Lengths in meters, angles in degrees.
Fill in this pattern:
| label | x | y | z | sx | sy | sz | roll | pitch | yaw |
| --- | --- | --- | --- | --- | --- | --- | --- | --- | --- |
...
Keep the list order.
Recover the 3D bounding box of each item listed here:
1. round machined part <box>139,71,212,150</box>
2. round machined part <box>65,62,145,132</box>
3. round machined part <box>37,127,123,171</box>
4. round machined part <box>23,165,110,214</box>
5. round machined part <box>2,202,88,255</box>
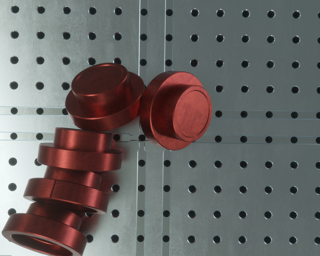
| label | x | y | z | sx | sy | sz | roll | pitch | yaw |
| --- | --- | --- | --- | --- | --- | --- | --- | --- | --- |
| round machined part | 0.026 | -0.020 | 0.378 | 0.099 | 0.042 | 0.097 | -12 | 108 | -41 |
| round machined part | -0.068 | -0.044 | 0.375 | 0.099 | 0.098 | 0.042 | -13 | 131 | -1 |
| round machined part | -0.094 | 0.023 | 0.376 | 0.099 | 0.098 | 0.042 | 7 | 89 | -1 |
| round machined part | -0.110 | 0.074 | 0.380 | 0.099 | 0.098 | 0.042 | 10 | 67 | -1 |
| round machined part | -0.137 | 0.126 | 0.385 | 0.099 | 0.097 | 0.042 | 15 | 54 | -1 |
